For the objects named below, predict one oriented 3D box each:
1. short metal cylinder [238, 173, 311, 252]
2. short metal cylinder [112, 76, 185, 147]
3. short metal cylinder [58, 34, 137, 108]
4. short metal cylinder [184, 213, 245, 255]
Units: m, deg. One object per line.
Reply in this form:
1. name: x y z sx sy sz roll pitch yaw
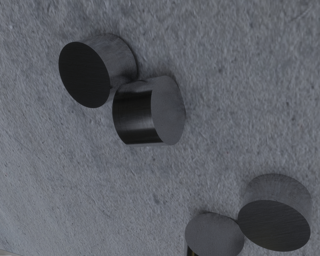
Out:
1. short metal cylinder: 0.141 0.103 0.380 0.080 0.050 0.079 13 124 20
2. short metal cylinder: -0.011 -0.018 0.365 0.050 0.080 0.080 -5 116 30
3. short metal cylinder: -0.076 -0.070 0.379 0.080 0.050 0.079 16 123 27
4. short metal cylinder: 0.074 0.167 0.435 0.080 0.080 0.050 13 124 21
